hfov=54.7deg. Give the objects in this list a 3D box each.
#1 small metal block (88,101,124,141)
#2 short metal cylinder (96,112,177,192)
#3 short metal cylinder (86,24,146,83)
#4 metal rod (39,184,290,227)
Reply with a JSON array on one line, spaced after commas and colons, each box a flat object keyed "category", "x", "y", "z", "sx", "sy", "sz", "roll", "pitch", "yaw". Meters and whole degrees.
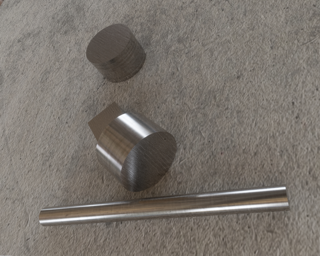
[{"category": "small metal block", "x": -0.068, "y": -0.002, "z": 0.441, "sx": 0.050, "sy": 0.025, "sz": 0.050, "roll": -38, "pitch": 51, "yaw": 2}, {"category": "short metal cylinder", "x": -0.027, "y": 0.028, "z": 0.366, "sx": 0.080, "sy": 0.080, "sz": 0.050, "roll": -49, "pitch": 52, "yaw": -7}, {"category": "short metal cylinder", "x": -0.070, "y": -0.120, "z": 0.498, "sx": 0.080, "sy": 0.050, "sz": 0.080, "roll": -13, "pitch": 56, "yaw": 21}, {"category": "metal rod", "x": -0.014, "y": 0.092, "z": 0.354, "sx": 0.301, "sy": 0.025, "sz": 0.025, "roll": -11, "pitch": 57, "yaw": 22}]
